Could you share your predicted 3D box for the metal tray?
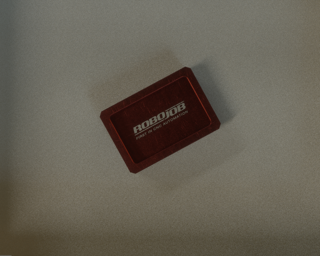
[{"bbox_3d":[0.000,-0.010,0.406,0.130,0.030,0.090,-28,90,-1],"label":"metal tray"}]
